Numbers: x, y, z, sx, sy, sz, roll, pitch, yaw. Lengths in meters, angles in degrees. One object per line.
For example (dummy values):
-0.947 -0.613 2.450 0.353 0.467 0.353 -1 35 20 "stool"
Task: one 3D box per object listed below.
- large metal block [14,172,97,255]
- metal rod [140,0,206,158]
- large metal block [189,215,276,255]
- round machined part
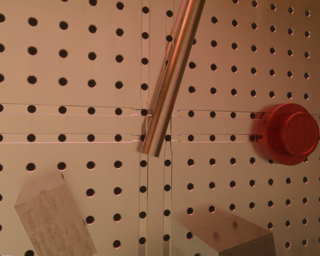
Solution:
-0.114 0.100 0.341 0.050 0.080 0.080 -24 98 -18 "large metal block"
0.029 -0.107 0.423 0.025 0.025 0.299 19 84 -19 "metal rod"
0.097 0.164 0.419 0.081 0.080 0.050 -11 94 -20 "large metal block"
0.205 0.010 0.479 0.099 0.042 0.097 0 90 -20 "round machined part"
